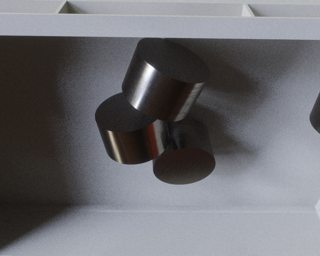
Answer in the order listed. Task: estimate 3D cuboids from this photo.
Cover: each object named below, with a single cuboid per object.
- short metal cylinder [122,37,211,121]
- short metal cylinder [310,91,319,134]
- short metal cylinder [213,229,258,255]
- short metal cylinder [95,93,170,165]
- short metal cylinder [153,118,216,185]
[{"bbox_3d":[0.006,-0.052,0.328,0.081,0.080,0.050,17,128,-14],"label":"short metal cylinder"},{"bbox_3d":[0.223,-0.022,0.356,0.081,0.080,0.050,1,130,-1],"label":"short metal cylinder"},{"bbox_3d":[0.146,0.240,0.601,0.081,0.050,0.079,0,130,0],"label":"short metal cylinder"},{"bbox_3d":[-0.031,-0.003,0.370,0.080,0.080,0.050,-6,130,5],"label":"short metal cylinder"},{"bbox_3d":[0.029,0.033,0.414,0.081,0.050,0.080,-3,137,-3],"label":"short metal cylinder"}]
